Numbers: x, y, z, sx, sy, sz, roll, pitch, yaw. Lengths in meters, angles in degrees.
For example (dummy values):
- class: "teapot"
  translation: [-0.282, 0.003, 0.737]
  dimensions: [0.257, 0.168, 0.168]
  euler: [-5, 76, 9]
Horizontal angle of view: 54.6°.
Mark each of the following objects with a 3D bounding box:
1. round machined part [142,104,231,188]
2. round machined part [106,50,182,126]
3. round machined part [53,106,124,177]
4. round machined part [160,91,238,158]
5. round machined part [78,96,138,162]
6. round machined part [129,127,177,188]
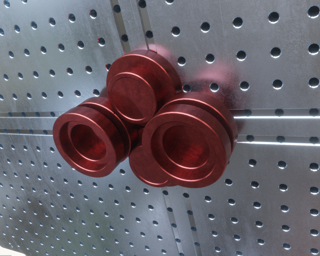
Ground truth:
- class: "round machined part"
  translation: [0.032, 0.017, 0.352]
  dimensions: [0.098, 0.042, 0.097]
  euler: [13, 124, 21]
- class: "round machined part"
  translation: [-0.026, -0.044, 0.387]
  dimensions: [0.098, 0.042, 0.097]
  euler: [13, 124, 21]
- class: "round machined part"
  translation: [-0.090, 0.015, 0.415]
  dimensions: [0.098, 0.042, 0.097]
  euler: [13, 124, 21]
- class: "round machined part"
  translation: [0.045, 0.000, 0.376]
  dimensions: [0.098, 0.042, 0.097]
  euler: [13, 124, 21]
- class: "round machined part"
  translation: [-0.074, 0.000, 0.439]
  dimensions: [0.098, 0.042, 0.097]
  euler: [13, 124, 21]
- class: "round machined part"
  translation: [-0.004, 0.043, 0.428]
  dimensions: [0.098, 0.042, 0.097]
  euler: [13, 124, 21]
